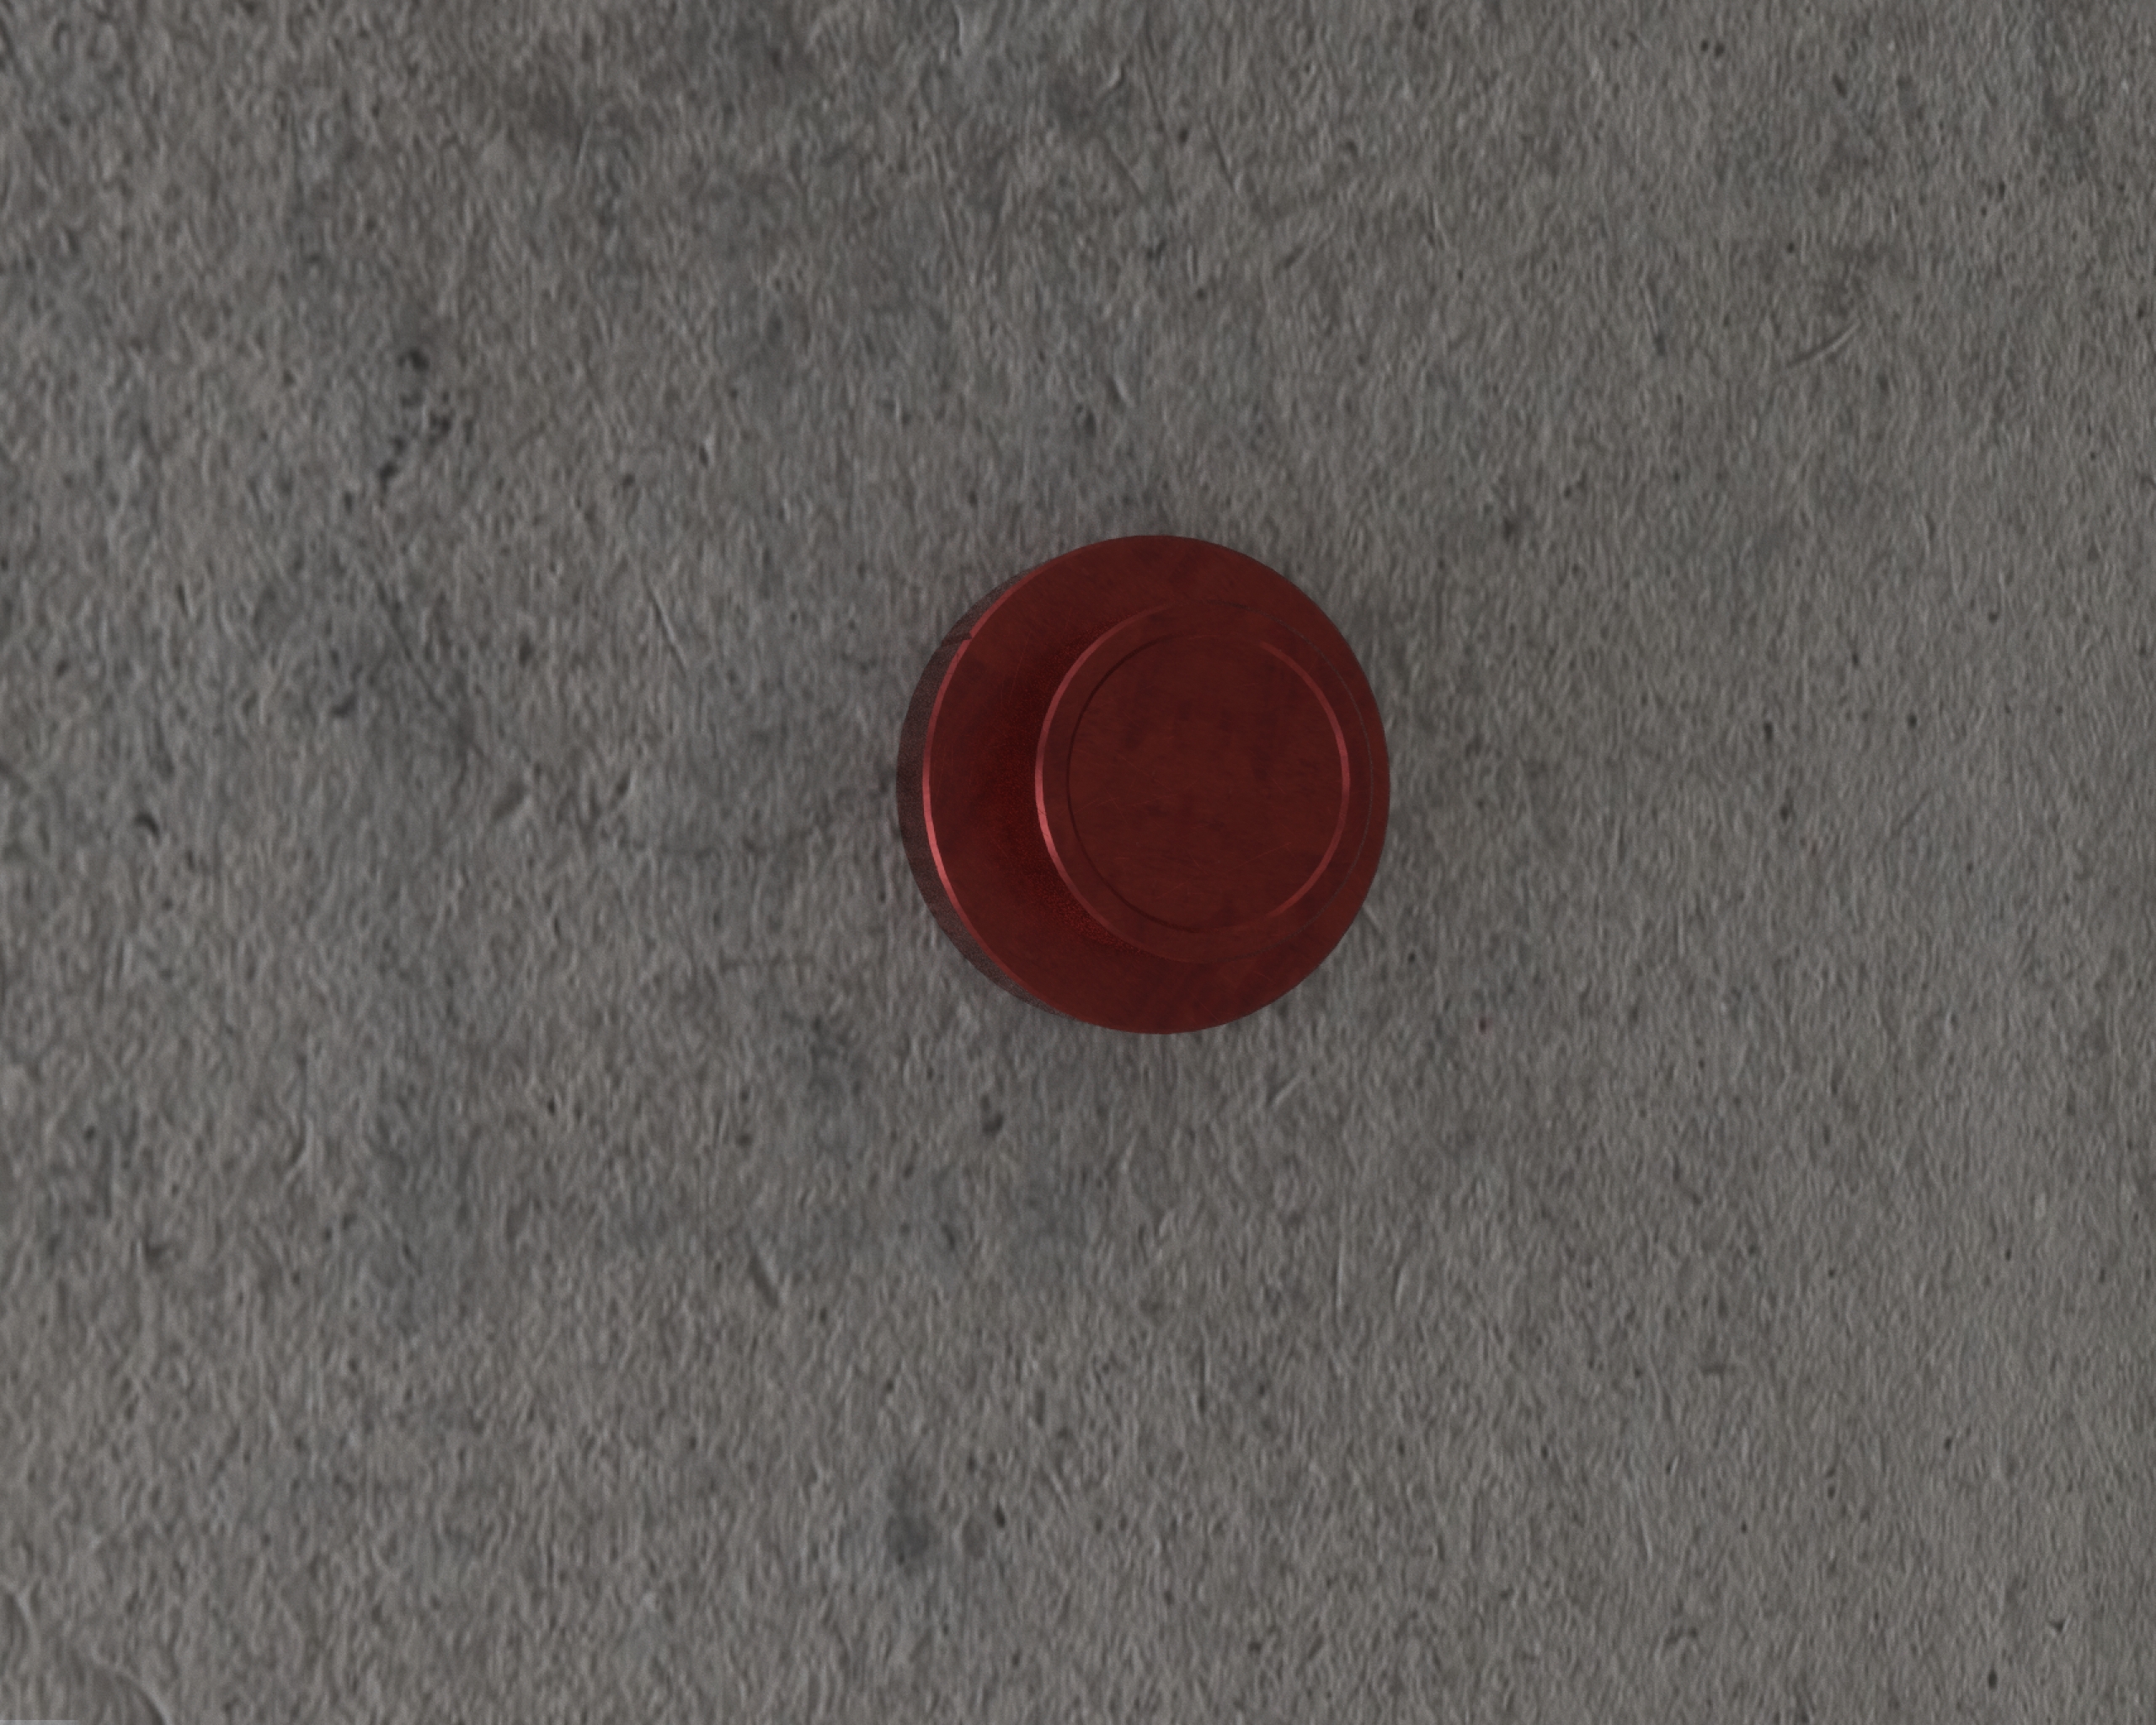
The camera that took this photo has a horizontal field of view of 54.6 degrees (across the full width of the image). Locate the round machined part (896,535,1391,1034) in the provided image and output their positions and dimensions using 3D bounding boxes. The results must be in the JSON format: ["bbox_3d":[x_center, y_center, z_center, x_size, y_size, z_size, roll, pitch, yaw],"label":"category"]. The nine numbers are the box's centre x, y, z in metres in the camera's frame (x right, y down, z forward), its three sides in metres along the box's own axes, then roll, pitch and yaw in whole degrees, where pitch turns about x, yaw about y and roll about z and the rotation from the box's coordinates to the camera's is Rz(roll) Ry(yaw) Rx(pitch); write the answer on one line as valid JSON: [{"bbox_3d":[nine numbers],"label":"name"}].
[{"bbox_3d":[0.018,-0.015,0.406,0.099,0.042,0.097,0,90,-20],"label":"round machined part"}]
